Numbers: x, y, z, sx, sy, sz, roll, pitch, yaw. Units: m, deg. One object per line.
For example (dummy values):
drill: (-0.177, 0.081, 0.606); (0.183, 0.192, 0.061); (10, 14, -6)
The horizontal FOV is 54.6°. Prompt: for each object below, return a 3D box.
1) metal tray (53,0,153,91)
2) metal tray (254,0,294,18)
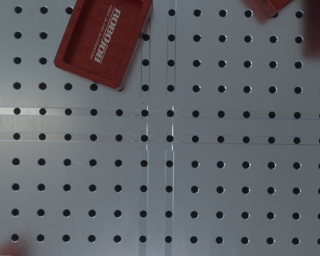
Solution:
metal tray: (-0.073, -0.125, 0.410); (0.090, 0.030, 0.129); (21, 90, 0)
metal tray: (0.172, -0.224, 0.411); (0.130, 0.030, 0.090); (-39, 90, 0)
